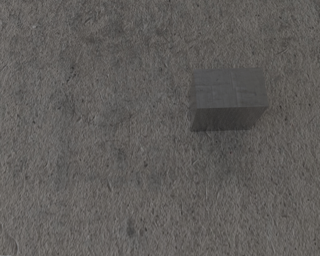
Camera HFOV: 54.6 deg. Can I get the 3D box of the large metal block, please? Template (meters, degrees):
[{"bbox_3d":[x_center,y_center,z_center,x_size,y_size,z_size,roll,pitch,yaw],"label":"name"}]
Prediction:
[{"bbox_3d":[0.081,-0.033,0.391,0.080,0.080,0.050,-2,70,-1],"label":"large metal block"}]
